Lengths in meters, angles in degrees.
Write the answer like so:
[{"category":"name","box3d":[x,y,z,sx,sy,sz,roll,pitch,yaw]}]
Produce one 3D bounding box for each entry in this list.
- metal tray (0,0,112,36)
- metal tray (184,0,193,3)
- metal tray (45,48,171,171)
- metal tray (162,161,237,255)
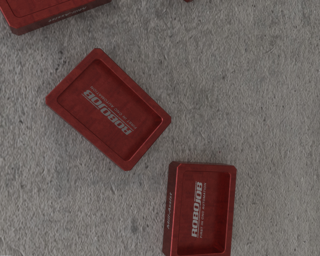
[{"category":"metal tray","box3d":[-0.128,-0.174,0.358,0.131,0.030,0.090,-29,100,-18]},{"category":"metal tray","box3d":[0.036,-0.251,0.418,0.090,0.030,0.130,27,81,-18]},{"category":"metal tray","box3d":[-0.061,-0.021,0.383,0.130,0.030,0.090,44,76,-15]},{"category":"metal tray","box3d":[0.055,0.113,0.426,0.091,0.030,0.129,5,88,-20]}]
